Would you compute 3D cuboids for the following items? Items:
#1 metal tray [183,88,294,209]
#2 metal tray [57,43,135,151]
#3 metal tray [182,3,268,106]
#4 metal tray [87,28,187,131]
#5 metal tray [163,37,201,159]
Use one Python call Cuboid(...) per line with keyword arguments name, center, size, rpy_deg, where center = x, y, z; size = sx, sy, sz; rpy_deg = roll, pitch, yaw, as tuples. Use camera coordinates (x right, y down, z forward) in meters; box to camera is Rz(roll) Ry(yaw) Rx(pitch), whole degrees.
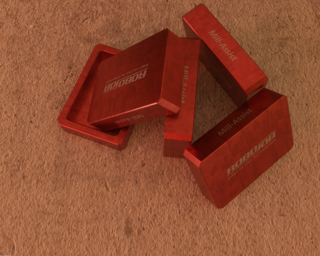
Cuboid(name="metal tray", center=(0.098, 0.025, 0.367), size=(0.131, 0.090, 0.030), rpy_deg=(-37, 39, -12))
Cuboid(name="metal tray", center=(-0.068, -0.044, 0.422), size=(0.090, 0.030, 0.130), rpy_deg=(19, 71, 6))
Cuboid(name="metal tray", center=(0.083, -0.088, 0.406), size=(0.030, 0.090, 0.130), rpy_deg=(-36, 74, 3))
Cuboid(name="metal tray", center=(-0.031, -0.052, 0.368), size=(0.130, 0.030, 0.090), rpy_deg=(-13, 63, 43))
Cuboid(name="metal tray", center=(0.026, -0.035, 0.388), size=(0.030, 0.090, 0.130), rpy_deg=(6, 71, 2))
